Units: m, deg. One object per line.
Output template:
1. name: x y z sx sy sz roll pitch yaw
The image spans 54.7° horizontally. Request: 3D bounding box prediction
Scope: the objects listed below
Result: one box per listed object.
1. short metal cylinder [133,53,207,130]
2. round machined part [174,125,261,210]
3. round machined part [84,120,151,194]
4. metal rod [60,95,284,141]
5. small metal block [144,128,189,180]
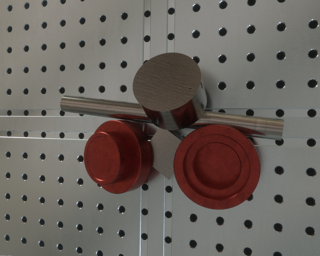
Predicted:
1. short metal cylinder: 0.013 -0.044 0.375 0.080 0.050 0.080 -6 63 13
2. round machined part: 0.069 0.044 0.373 0.098 0.042 0.097 1 93 17
3. round machined part: -0.062 0.038 0.408 0.098 0.042 0.097 1 91 38
4. metal rod: 0.001 -0.017 0.408 0.301 0.025 0.025 8 93 19
5. small metal block: 0.011 0.031 0.405 0.050 0.025 0.050 38 102 16
